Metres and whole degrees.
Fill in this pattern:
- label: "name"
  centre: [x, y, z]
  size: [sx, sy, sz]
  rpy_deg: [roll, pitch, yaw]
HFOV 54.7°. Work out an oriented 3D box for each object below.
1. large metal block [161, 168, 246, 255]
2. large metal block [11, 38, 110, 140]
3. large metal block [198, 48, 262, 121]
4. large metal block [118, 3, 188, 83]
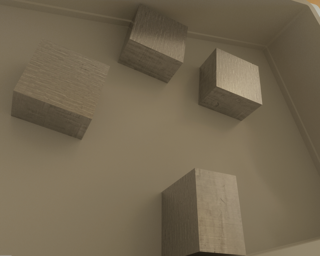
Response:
- label: "large metal block"
  centre: [0.041, 0.098, 0.332]
  size: [0.050, 0.080, 0.080]
  rpy_deg: [14, 56, -21]
- label: "large metal block"
  centre: [-0.112, -0.044, 0.356]
  size: [0.080, 0.050, 0.080]
  rpy_deg: [21, 54, -16]
- label: "large metal block"
  centre: [0.109, -0.068, 0.490]
  size: [0.081, 0.050, 0.080]
  rpy_deg: [19, 54, -17]
- label: "large metal block"
  centre: [-0.009, -0.125, 0.461]
  size: [0.080, 0.050, 0.080]
  rpy_deg: [21, 54, -16]
